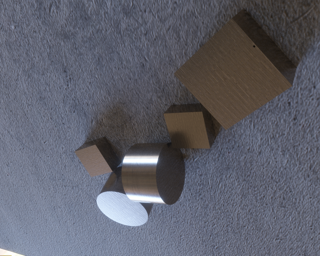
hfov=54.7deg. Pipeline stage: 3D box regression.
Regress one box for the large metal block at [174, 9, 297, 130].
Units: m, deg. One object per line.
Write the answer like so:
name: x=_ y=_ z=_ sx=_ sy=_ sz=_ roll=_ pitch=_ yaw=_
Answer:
large metal block: x=0.076 y=-0.058 z=0.315 sx=0.080 sy=0.050 sz=0.080 roll=47 pitch=129 yaw=-5

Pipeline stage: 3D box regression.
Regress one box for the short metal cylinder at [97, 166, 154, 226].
short metal cylinder: x=-0.048 y=0.104 z=0.471 sx=0.080 sy=0.050 sz=0.079 roll=11 pitch=132 yaw=13

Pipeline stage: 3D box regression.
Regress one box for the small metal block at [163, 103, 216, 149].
small metal block: x=0.038 y=-0.002 z=0.386 sx=0.050 sy=0.025 sz=0.050 roll=-2 pitch=118 yaw=29

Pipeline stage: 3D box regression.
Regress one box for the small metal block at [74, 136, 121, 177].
small metal block: x=-0.098 y=0.046 z=0.487 sx=0.050 sy=0.025 sz=0.050 roll=-18 pitch=109 yaw=35

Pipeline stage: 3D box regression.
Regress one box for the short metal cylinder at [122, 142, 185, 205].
short metal cylinder: x=-0.007 y=0.059 z=0.412 sx=0.050 sy=0.080 sz=0.080 roll=-3 pitch=117 yaw=30
